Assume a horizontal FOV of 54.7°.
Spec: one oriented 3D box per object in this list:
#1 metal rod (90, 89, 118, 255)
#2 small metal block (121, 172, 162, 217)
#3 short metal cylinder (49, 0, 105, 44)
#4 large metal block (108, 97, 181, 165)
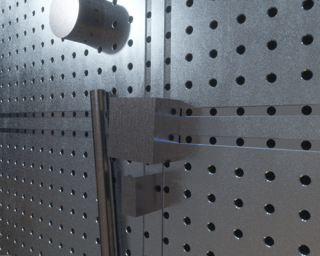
[{"bbox_3d":[-0.085,0.090,0.476,0.025,0.025,0.298,-8,85,39],"label":"metal rod"},{"bbox_3d":[-0.024,0.086,0.411,0.025,0.050,0.050,-1,89,40],"label":"small metal block"},{"bbox_3d":[-0.135,-0.181,0.501,0.080,0.050,0.079,0,90,39],"label":"short metal cylinder"},{"bbox_3d":[-0.022,0.001,0.409,0.080,0.050,0.079,4,93,39],"label":"large metal block"}]
